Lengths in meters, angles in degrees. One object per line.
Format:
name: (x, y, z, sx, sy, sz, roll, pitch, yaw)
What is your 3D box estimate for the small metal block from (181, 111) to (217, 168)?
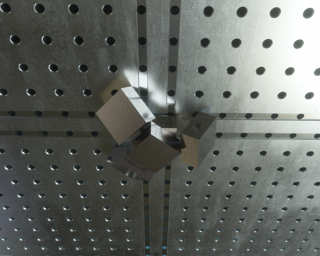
small metal block: (0.050, 0.015, 0.404, 0.025, 0.050, 0.050, 21, 136, 26)

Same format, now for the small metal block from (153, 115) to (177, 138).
small metal block: (-0.004, 0.010, 0.420, 0.050, 0.025, 0.050, 1, 133, -1)

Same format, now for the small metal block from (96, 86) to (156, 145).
small metal block: (-0.042, -0.015, 0.382, 0.050, 0.025, 0.050, -39, 85, 28)

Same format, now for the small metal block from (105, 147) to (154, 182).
small metal block: (-0.041, 0.051, 0.438, 0.050, 0.025, 0.050, 37, 158, -27)

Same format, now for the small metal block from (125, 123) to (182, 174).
small metal block: (-0.009, 0.026, 0.400, 0.050, 0.025, 0.050, 33, 122, -26)
